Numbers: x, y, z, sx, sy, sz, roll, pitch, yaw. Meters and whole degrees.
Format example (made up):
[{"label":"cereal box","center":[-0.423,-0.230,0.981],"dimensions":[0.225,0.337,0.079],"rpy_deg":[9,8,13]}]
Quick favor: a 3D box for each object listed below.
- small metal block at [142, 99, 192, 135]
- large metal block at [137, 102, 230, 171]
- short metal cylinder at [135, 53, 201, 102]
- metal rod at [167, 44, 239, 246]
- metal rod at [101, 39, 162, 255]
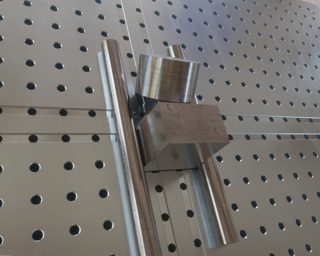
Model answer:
[{"label":"small metal block","center":[0.011,-0.013,0.406],"dimensions":[0.050,0.050,0.025],"rpy_deg":[2,61,-28]},{"label":"large metal block","center":[0.022,0.013,0.374],"dimensions":[0.081,0.080,0.050],"rpy_deg":[1,62,-28]},{"label":"short metal cylinder","center":[0.010,-0.068,0.411],"dimensions":[0.081,0.050,0.080],"rpy_deg":[9,15,-2]},{"label":"metal rod","center":[0.053,0.006,0.432],"dimensions":[0.025,0.025,0.299],"rpy_deg":[2,61,-27]},{"label":"metal rod","center":[-0.039,0.013,0.378],"dimensions":[0.025,0.025,0.299],"rpy_deg":[1,61,-28]}]
